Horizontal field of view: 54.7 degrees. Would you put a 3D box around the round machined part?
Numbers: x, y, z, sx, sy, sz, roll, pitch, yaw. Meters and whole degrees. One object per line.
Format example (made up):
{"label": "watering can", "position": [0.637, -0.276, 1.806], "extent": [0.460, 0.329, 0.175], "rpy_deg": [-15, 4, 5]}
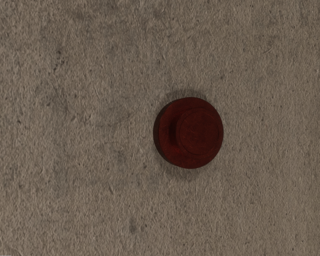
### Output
{"label": "round machined part", "position": [0.044, 0.007, 0.417], "extent": [0.099, 0.042, 0.097], "rpy_deg": [0, 90, -21]}
